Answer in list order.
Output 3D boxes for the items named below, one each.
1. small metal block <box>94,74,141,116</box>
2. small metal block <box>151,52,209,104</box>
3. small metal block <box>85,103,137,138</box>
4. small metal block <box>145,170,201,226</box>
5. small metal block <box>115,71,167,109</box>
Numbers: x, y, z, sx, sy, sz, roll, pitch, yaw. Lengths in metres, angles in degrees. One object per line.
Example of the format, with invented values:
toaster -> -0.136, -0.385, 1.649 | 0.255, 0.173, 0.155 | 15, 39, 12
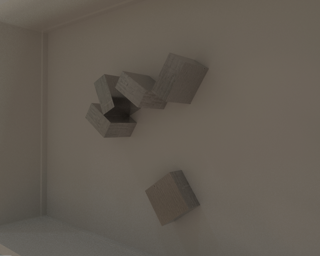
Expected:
small metal block -> -0.060, -0.046, 0.441 | 0.025, 0.050, 0.050 | -31, 71, 36
small metal block -> 0.025, -0.058, 0.370 | 0.025, 0.050, 0.050 | 41, 115, 32
small metal block -> -0.071, -0.011, 0.449 | 0.050, 0.050, 0.025 | 42, 116, 32
small metal block -> 0.015, 0.089, 0.395 | 0.050, 0.025, 0.050 | -42, 65, 32
small metal block -> -0.021, -0.049, 0.408 | 0.050, 0.050, 0.025 | 41, 115, 32
